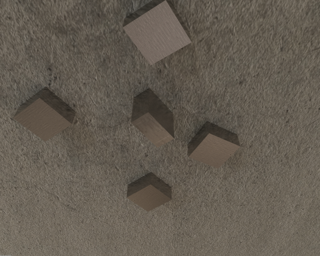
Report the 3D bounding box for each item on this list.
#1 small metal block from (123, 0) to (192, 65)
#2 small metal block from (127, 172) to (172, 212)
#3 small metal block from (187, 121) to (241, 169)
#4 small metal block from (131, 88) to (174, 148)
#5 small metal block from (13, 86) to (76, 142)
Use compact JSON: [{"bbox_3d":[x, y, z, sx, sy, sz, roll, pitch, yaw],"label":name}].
[{"bbox_3d":[-0.002,-0.101,0.321,0.050,0.025,0.050,-26,126,20],"label":"small metal block"},{"bbox_3d":[-0.017,0.103,0.494,0.050,0.025,0.050,-33,123,24],"label":"small metal block"},{"bbox_3d":[0.073,0.024,0.429,0.050,0.025,0.050,22,127,-18],"label":"small metal block"},{"bbox_3d":[-0.008,-0.013,0.380,0.025,0.050,0.050,-30,124,23],"label":"small metal block"},{"bbox_3d":[-0.145,-0.017,0.392,0.050,0.025,0.050,-30,124,23],"label":"small metal block"}]
